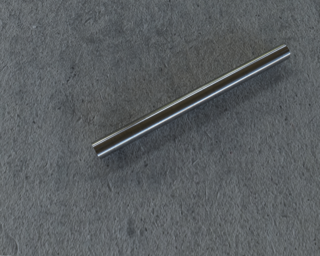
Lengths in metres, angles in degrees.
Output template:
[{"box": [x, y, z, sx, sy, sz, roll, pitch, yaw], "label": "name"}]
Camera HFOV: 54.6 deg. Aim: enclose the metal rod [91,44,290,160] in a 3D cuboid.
[{"box": [0.049, -0.040, 0.423, 0.301, 0.025, 0.025, -28, 73, -10], "label": "metal rod"}]
